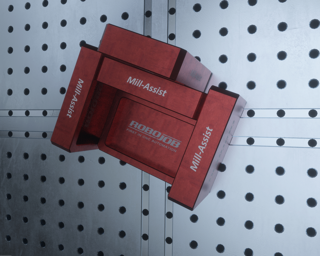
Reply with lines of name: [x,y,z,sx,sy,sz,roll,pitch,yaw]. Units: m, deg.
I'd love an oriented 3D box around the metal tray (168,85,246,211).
metal tray: [0.057,0.021,0.357,0.030,0.090,0.129,23,98,18]

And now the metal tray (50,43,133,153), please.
metal tray: [-0.085,-0.035,0.408,0.030,0.090,0.129,23,98,18]

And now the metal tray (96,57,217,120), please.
metal tray: [0.001,-0.046,0.378,0.130,0.090,0.030,23,98,18]

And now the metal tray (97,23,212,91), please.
metal tray: [0.001,-0.075,0.356,0.090,0.130,0.030,24,99,18]

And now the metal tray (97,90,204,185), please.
metal tray: [-0.010,0.011,0.413,0.130,0.030,0.090,23,98,18]
